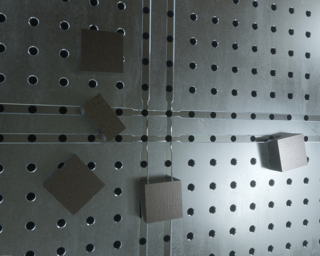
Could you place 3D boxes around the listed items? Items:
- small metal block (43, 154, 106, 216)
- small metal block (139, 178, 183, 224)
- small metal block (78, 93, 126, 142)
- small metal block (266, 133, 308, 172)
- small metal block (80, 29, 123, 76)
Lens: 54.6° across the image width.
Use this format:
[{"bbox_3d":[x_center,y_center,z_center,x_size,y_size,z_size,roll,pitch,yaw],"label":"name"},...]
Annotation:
[{"bbox_3d":[-0.104,0.067,0.374,0.050,0.025,0.050,-44,104,-15],"label":"small metal block"},{"bbox_3d":[0.001,0.095,0.413,0.050,0.025,0.050,-3,91,-20],"label":"small metal block"},{"bbox_3d":[-0.071,-0.012,0.373,0.025,0.050,0.050,-39,103,-16],"label":"small metal block"},{"bbox_3d":[0.199,0.038,0.486,0.050,0.025,0.050,-11,94,-20],"label":"small metal block"},{"bbox_3d":[-0.073,-0.092,0.385,0.050,0.025,0.050,0,90,-20],"label":"small metal block"}]
